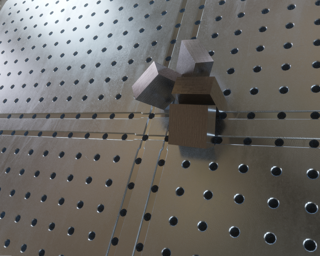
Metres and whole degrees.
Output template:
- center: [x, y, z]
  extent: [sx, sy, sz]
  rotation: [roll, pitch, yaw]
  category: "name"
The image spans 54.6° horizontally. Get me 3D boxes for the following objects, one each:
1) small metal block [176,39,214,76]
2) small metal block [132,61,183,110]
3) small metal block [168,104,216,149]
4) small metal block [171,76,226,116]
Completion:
- center: [0.045, -0.083, 0.417]
  extent: [0.025, 0.050, 0.050]
  rotation: [-9, 51, -16]
  category: "small metal block"
- center: [-0.001, -0.056, 0.417]
  extent: [0.050, 0.050, 0.025]
  rotation: [-44, 46, 32]
  category: "small metal block"
- center: [0.039, -0.004, 0.376]
  extent: [0.050, 0.025, 0.050]
  rotation: [5, 96, 30]
  category: "small metal block"
- center: [0.050, -0.040, 0.391]
  extent: [0.050, 0.050, 0.025]
  rotation: [5, 64, 30]
  category: "small metal block"
